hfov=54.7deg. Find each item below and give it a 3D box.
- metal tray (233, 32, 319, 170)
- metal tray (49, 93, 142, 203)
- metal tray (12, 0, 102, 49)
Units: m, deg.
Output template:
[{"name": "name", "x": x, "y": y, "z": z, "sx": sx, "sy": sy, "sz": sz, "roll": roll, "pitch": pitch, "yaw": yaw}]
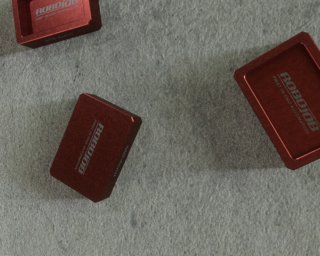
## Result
[{"name": "metal tray", "x": 0.155, "y": -0.029, "z": 0.351, "sx": 0.090, "sy": 0.030, "sz": 0.130, "roll": -30, "pitch": 80, "yaw": 17}, {"name": "metal tray", "x": -0.092, "y": 0.027, "z": 0.437, "sx": 0.090, "sy": 0.030, "sz": 0.129, "roll": 26, "pitch": 98, "yaw": 17}, {"name": "metal tray", "x": -0.155, "y": -0.178, "z": 0.459, "sx": 0.130, "sy": 0.030, "sz": 0.089, "roll": -9, "pitch": 87, "yaw": 19}]
